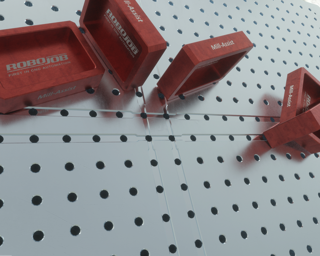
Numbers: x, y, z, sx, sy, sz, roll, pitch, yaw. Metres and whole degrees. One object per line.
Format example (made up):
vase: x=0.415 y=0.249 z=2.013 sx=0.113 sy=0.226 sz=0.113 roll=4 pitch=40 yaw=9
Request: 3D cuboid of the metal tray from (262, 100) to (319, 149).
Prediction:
metal tray: x=0.239 y=-0.016 z=0.501 sx=0.131 sy=0.090 sz=0.030 roll=-24 pitch=82 yaw=-36

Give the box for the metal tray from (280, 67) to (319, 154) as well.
metal tray: x=0.257 y=-0.032 z=0.541 sx=0.090 sy=0.030 sz=0.130 roll=33 pitch=58 yaw=-19

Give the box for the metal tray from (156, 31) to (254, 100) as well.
metal tray: x=0.067 y=-0.093 z=0.458 sx=0.131 sy=0.090 sz=0.030 roll=-24 pitch=75 yaw=-36

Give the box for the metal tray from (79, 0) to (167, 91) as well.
metal tray: x=-0.054 y=-0.127 z=0.413 sx=0.030 sy=0.090 sz=0.130 roll=-26 pitch=76 yaw=-37

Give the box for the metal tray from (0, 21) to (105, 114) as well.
metal tray: x=-0.145 y=-0.079 z=0.374 sx=0.131 sy=0.030 sz=0.090 roll=-24 pitch=75 yaw=-36
